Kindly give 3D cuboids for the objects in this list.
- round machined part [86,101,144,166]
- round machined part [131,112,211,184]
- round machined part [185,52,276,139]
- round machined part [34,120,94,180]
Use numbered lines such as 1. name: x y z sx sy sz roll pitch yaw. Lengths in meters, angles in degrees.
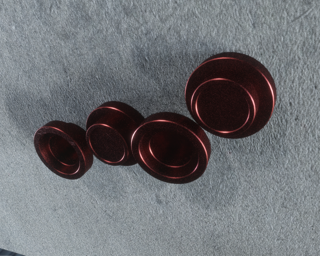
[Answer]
1. round machined part: -0.064 0.015 0.439 0.098 0.042 0.097 13 124 21
2. round machined part: 0.017 0.021 0.396 0.098 0.042 0.097 11 126 15
3. round machined part: 0.073 -0.029 0.339 0.098 0.042 0.097 13 124 21
4. round machined part: -0.146 0.031 0.492 0.098 0.042 0.097 13 124 21
